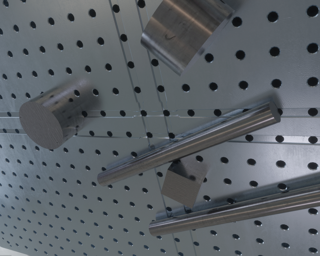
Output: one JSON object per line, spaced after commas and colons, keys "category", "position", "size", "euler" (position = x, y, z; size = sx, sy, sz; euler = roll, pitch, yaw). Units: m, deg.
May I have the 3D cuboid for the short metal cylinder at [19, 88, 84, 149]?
{"category": "short metal cylinder", "position": [-0.164, -0.014, 0.473], "size": [0.080, 0.050, 0.079], "euler": [13, 124, 21]}

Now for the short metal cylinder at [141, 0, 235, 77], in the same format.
{"category": "short metal cylinder", "position": [0.026, -0.097, 0.302], "size": [0.050, 0.080, 0.080], "euler": [40, 129, 1]}

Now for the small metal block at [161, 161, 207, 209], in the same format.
{"category": "small metal block", "position": [0.033, 0.080, 0.443], "size": [0.050, 0.025, 0.050], "euler": [23, 127, 14]}

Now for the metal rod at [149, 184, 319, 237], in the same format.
{"category": "metal rod", "position": [0.099, 0.119, 0.432], "size": [0.299, 0.025, 0.025], "euler": [-25, 105, 36]}

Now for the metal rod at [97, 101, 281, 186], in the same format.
{"category": "metal rod", "position": [0.015, 0.034, 0.423], "size": [0.299, 0.025, 0.025], "euler": [-25, 105, 36]}
